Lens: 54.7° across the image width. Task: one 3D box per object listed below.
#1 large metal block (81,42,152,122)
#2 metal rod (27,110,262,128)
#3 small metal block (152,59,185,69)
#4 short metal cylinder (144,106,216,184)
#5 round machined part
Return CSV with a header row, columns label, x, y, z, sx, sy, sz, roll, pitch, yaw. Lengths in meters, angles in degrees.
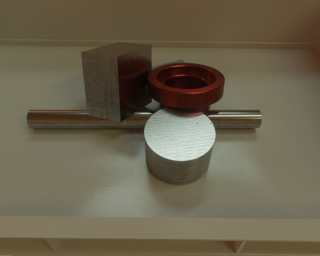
label,x,y,z,sx,sy,sz,roll,pitch,yaw
large metal block,-0.052,-0.063,0.401,0.050,0.079,0.080,12,27,24
metal rod,-0.019,-0.012,0.411,0.302,0.025,0.025,0,50,-1
small metal block,0.020,-0.073,0.466,0.050,0.025,0.050,-16,52,-14
short metal cylinder,0.022,0.020,0.369,0.081,0.050,0.080,0,50,0
round machined part,0.034,-0.049,0.408,0.099,0.042,0.098,0,33,0
